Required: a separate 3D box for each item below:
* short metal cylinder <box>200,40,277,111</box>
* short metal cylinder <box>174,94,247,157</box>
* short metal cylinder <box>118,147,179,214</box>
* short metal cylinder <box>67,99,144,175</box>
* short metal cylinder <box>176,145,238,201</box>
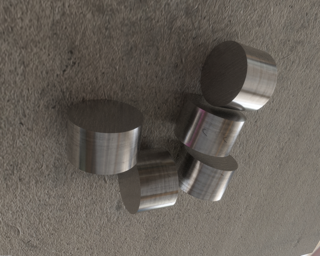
[{"bbox_3d":[0.096,-0.063,0.384,0.050,0.080,0.079,7,115,-32],"label":"short metal cylinder"},{"bbox_3d":[0.064,-0.005,0.403,0.081,0.080,0.050,7,115,-31],"label":"short metal cylinder"},{"bbox_3d":[-0.018,0.067,0.403,0.050,0.080,0.079,-4,120,-26],"label":"short metal cylinder"},{"bbox_3d":[-0.061,0.007,0.342,0.081,0.080,0.050,-5,121,-26],"label":"short metal cylinder"},{"bbox_3d":[0.063,0.059,0.442,0.081,0.080,0.050,8,115,-32],"label":"short metal cylinder"}]
